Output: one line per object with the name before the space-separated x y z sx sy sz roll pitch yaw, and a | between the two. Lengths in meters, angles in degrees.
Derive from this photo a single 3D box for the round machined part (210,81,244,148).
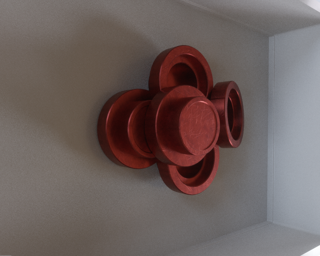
round machined part | 0.091 -0.019 0.458 0.098 0.042 0.097 9 80 -60

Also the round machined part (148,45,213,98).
round machined part | 0.024 -0.058 0.415 0.099 0.042 0.097 0 90 -40

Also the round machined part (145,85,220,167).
round machined part | 0.034 -0.003 0.367 0.099 0.042 0.097 0 90 -40

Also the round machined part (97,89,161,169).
round machined part | -0.022 0.001 0.374 0.099 0.042 0.097 0 90 -40

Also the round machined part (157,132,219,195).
round machined part | 0.034 0.039 0.424 0.099 0.042 0.097 0 90 -40
